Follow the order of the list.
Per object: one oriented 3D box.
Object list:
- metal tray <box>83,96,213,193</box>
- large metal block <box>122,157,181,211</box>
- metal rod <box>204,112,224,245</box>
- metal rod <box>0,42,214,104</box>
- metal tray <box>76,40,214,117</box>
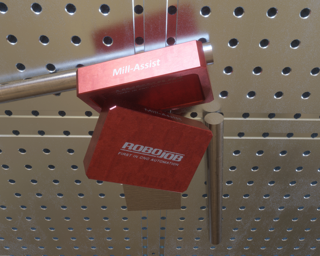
[{"bbox_3d":[-0.013,0.024,0.365,0.131,0.030,0.089,14,109,-26],"label":"metal tray"},{"bbox_3d":[-0.011,0.078,0.462,0.081,0.050,0.079,-2,130,1],"label":"large metal block"},{"bbox_3d":[0.088,0.100,0.498,0.025,0.025,0.298,-6,130,4],"label":"metal rod"},{"bbox_3d":[-0.090,-0.058,0.360,0.301,0.025,0.025,-9,130,7],"label":"metal rod"},{"bbox_3d":[-0.012,-0.045,0.338,0.131,0.030,0.090,-11,161,11],"label":"metal tray"}]
